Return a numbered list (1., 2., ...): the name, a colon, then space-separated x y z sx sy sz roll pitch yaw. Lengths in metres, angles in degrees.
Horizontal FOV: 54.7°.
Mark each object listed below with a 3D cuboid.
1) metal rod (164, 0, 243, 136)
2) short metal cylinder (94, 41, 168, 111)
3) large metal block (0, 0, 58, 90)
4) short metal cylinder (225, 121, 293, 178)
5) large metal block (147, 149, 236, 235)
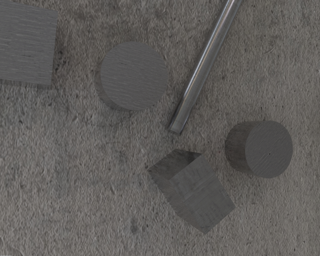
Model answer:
1. metal rod: 0.080 -0.128 0.438 0.025 0.025 0.299 28 81 -18
2. short metal cylinder: -0.037 -0.061 0.382 0.081 0.050 0.080 0 90 -20
3. large metal block: -0.158 -0.088 0.337 0.081 0.050 0.080 6 88 -20
4. short metal cylinder: 0.142 0.029 0.449 0.081 0.050 0.080 0 90 -20
5. large metal block: 0.037 0.076 0.394 0.050 0.080 0.080 -36 102 -16
